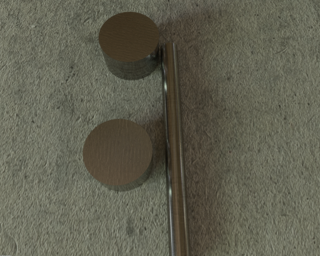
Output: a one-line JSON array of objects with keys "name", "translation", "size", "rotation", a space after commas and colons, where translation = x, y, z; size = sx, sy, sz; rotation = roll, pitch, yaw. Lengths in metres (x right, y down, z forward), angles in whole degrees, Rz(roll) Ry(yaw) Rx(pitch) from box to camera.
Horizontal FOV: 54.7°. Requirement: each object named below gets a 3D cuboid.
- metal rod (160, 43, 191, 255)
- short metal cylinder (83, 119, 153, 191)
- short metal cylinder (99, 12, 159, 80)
[{"name": "metal rod", "translation": [0.018, 0.023, 0.399], "size": [0.025, 0.025, 0.299], "rotation": [-2, 70, -1]}, {"name": "short metal cylinder", "translation": [-0.049, 0.035, 0.382], "size": [0.081, 0.050, 0.080], "rotation": [0, 70, 0]}, {"name": "short metal cylinder", "translation": [-0.041, -0.114, 0.436], "size": [0.081, 0.050, 0.080], "rotation": [0, 70, 0]}]
